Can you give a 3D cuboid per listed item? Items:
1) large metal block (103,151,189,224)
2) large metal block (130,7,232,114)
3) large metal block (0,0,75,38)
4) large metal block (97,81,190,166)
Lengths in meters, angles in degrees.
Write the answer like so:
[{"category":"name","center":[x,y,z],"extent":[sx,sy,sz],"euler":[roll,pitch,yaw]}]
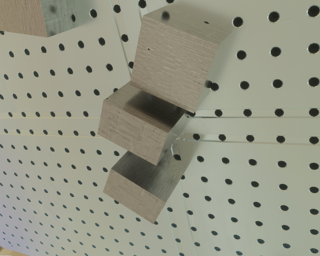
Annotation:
[{"category":"large metal block","center":[-0.018,0.070,0.429],"extent":[0.080,0.080,0.050],"euler":[30,128,8]},{"category":"large metal block","center":[0.020,-0.075,0.338],"extent":[0.080,0.050,0.079],"euler":[25,128,12]},{"category":"large metal block","center":[-0.159,-0.162,0.380],"extent":[0.080,0.050,0.080],"euler":[13,124,21]},{"category":"large metal block","center":[-0.016,-0.013,0.377],"extent":[0.080,0.080,0.050],"euler":[27,128,11]}]
